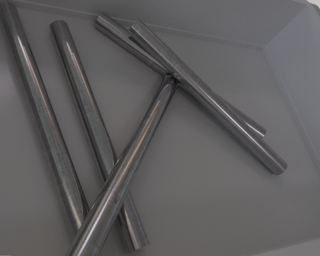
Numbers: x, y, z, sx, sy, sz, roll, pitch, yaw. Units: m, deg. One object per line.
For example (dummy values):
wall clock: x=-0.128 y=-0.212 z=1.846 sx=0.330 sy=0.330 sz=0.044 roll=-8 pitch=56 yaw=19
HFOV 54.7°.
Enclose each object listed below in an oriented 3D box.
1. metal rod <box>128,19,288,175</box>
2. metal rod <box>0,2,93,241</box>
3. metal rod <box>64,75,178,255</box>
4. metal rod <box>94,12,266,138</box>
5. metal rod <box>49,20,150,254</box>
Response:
metal rod: x=0.073 y=-0.040 z=0.447 sx=0.300 sy=0.025 sz=0.025 roll=43 pitch=51 yaw=-7
metal rod: x=-0.133 y=-0.022 z=0.346 sx=0.025 sy=0.025 sz=0.299 roll=-13 pitch=69 yaw=-34
metal rod: x=-0.028 y=0.027 z=0.345 sx=0.025 sy=0.025 sz=0.301 roll=33 pitch=43 yaw=-7
metal rod: x=0.034 y=-0.074 z=0.468 sx=0.301 sy=0.025 sz=0.025 roll=35 pitch=51 yaw=-5
metal rod: x=-0.079 y=-0.006 z=0.366 sx=0.025 sy=0.025 sz=0.299 roll=-11 pitch=67 yaw=-33
